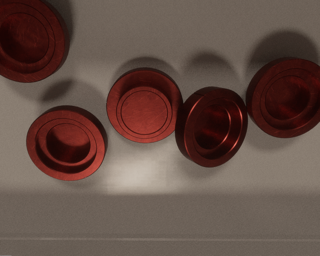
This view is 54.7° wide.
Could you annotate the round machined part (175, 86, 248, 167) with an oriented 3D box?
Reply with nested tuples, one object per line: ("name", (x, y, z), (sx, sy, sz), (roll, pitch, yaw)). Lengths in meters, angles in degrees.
("round machined part", (0.059, -0.004, 0.387), (0.099, 0.042, 0.097), (-9, 108, -29))

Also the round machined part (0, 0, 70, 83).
("round machined part", (-0.155, -0.105, 0.361), (0.099, 0.042, 0.097), (0, 110, -1))

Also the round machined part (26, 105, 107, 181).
("round machined part", (-0.118, 0.017, 0.407), (0.099, 0.042, 0.097), (0, 110, -1))

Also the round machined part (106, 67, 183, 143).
("round machined part", (-0.019, -0.025, 0.393), (0.099, 0.042, 0.097), (0, 110, -1))

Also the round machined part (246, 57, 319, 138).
("round machined part", (0.155, -0.040, 0.388), (0.099, 0.042, 0.097), (-2, 109, -4))
